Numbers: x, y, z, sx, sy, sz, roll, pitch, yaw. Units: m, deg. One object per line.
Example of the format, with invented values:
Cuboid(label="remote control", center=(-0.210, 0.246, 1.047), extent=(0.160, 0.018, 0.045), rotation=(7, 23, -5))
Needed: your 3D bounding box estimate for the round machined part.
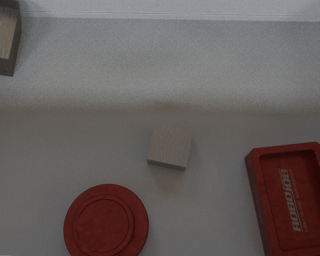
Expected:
Cuboid(label="round machined part", center=(-0.063, 0.113, 0.358), extent=(0.099, 0.042, 0.098), rotation=(0, 70, -1))

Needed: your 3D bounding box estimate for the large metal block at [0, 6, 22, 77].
Cuboid(label="large metal block", center=(-0.243, -0.124, 0.427), extent=(0.081, 0.050, 0.080), rotation=(7, 69, -17))

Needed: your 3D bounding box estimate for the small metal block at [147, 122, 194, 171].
Cuboid(label="small metal block", center=(0.013, 0.025, 0.401), extent=(0.050, 0.025, 0.050), rotation=(12, 70, 4))

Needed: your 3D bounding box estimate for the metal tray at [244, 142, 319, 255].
Cuboid(label="metal tray", center=(0.163, 0.086, 0.377), extent=(0.091, 0.030, 0.129), rotation=(-6, 70, -3))
